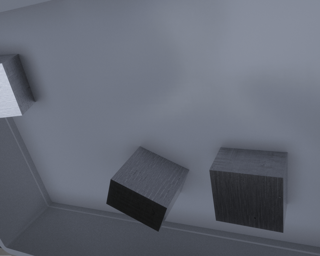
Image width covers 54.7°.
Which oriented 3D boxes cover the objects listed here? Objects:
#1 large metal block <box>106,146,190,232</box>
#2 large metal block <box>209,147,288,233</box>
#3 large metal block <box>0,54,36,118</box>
[{"bbox_3d":[-0.016,0.081,0.430,0.080,0.080,0.050,25,127,12],"label":"large metal block"},{"bbox_3d":[0.111,0.073,0.379,0.080,0.050,0.079,3,120,26],"label":"large metal block"},{"bbox_3d":[-0.248,-0.061,0.466,0.080,0.050,0.079,-6,118,6],"label":"large metal block"}]
